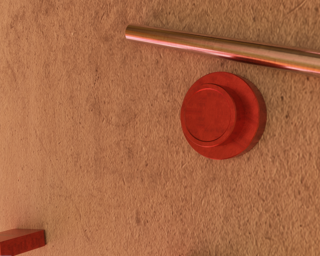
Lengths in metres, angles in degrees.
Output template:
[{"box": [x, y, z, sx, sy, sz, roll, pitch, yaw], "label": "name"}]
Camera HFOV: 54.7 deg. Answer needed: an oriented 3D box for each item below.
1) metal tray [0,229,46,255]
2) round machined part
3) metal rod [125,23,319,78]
[{"box": [-0.297, 0.223, 0.603, 0.130, 0.091, 0.030, -14, 81, 39], "label": "metal tray"}, {"box": [0.062, -0.014, 0.342, 0.098, 0.042, 0.097, 0, 90, 39], "label": "round machined part"}, {"box": [0.072, -0.089, 0.344, 0.300, 0.025, 0.025, 22, 104, 37], "label": "metal rod"}]
